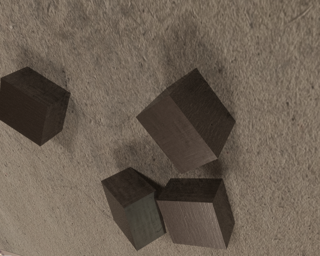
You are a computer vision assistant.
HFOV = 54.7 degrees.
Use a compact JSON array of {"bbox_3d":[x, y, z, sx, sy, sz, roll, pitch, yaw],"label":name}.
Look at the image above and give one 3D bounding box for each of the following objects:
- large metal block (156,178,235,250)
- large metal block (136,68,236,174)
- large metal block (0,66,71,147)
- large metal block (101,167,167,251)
[{"bbox_3d":[0.052,0.118,0.435,0.080,0.050,0.080,-5,116,30],"label":"large metal block"},{"bbox_3d":[0.033,-0.010,0.347,0.050,0.080,0.080,-31,102,37],"label":"large metal block"},{"bbox_3d":[-0.191,-0.033,0.468,0.080,0.050,0.079,32,128,7],"label":"large metal block"},{"bbox_3d":[-0.039,0.117,0.459,0.080,0.050,0.079,30,138,53],"label":"large metal block"}]
